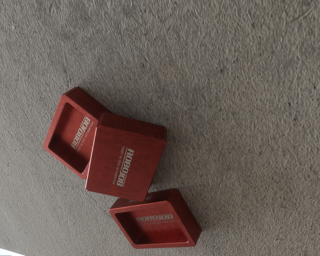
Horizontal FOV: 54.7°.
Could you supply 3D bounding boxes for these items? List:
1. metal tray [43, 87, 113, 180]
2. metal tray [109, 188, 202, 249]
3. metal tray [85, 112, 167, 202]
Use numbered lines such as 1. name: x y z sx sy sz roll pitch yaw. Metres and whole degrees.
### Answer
1. metal tray: -0.121 0.012 0.474 0.090 0.030 0.129 38 129 2
2. metal tray: -0.010 0.150 0.501 0.130 0.030 0.090 -18 109 35
3. metal tray: -0.050 0.046 0.437 0.091 0.030 0.129 14 127 -7
